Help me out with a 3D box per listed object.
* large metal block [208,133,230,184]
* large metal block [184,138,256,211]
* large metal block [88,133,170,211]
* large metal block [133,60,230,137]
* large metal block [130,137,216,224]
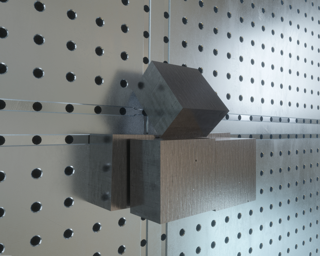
[{"bbox_3d":[0.055,0.047,0.441,0.081,0.050,0.079,-1,91,-40],"label":"large metal block"},{"bbox_3d":[0.077,0.053,0.392,0.081,0.050,0.079,0,90,-40],"label":"large metal block"},{"bbox_3d":[-0.035,0.047,0.366,0.081,0.050,0.079,2,89,-40],"label":"large metal block"},{"bbox_3d":[0.026,-0.034,0.390,0.081,0.050,0.080,0,48,-40],"label":"large metal block"},{"bbox_3d":[0.015,0.051,0.339,0.081,0.050,0.079,0,90,-40],"label":"large metal block"}]
